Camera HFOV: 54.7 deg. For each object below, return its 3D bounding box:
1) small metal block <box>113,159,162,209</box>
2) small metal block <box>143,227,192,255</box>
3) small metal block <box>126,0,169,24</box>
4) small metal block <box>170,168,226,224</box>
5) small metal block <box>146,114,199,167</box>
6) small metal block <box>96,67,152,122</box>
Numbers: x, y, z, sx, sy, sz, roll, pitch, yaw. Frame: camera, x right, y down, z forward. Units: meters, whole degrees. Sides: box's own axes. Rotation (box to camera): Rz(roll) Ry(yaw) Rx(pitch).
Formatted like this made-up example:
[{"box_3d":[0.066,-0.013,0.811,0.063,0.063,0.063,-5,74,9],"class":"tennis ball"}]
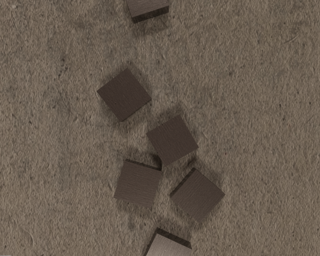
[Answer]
[{"box_3d":[-0.029,0.073,0.410,0.050,0.025,0.050,17,90,-1],"class":"small metal block"},{"box_3d":[0.008,0.168,0.410,0.050,0.025,0.050,25,90,-1],"class":"small metal block"},{"box_3d":[-0.020,-0.173,0.410,0.050,0.025,0.050,-18,90,-1],"class":"small metal block"},{"box_3d":[0.049,0.088,0.411,0.050,0.025,0.050,41,90,-1],"class":"small metal block"},{"box_3d":[0.016,0.016,0.410,0.050,0.025,0.050,-30,90,-1],"class":"small metal block"},{"box_3d":[-0.046,-0.043,0.409,0.050,0.025,0.050,-38,91,0],"class":"small metal block"}]
